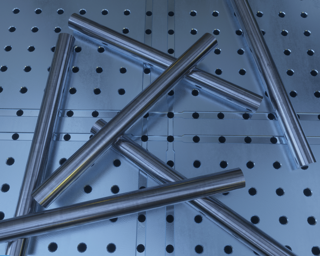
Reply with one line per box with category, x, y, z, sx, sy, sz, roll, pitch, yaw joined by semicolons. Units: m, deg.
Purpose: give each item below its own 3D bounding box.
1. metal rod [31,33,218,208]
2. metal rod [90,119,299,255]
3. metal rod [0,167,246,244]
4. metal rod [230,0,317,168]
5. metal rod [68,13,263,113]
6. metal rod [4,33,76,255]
metal rod;-0.034;-0.019;0.390;0.025;0.025;0.301;42;75;14
metal rod;0.038;0.080;0.382;0.300;0.025;0.025;34;74;11
metal rod;-0.052;0.089;0.351;0.302;0.025;0.025;-12;71;-5
metal rod;0.152;-0.089;0.445;0.025;0.025;0.299;-13;71;-5
metal rod;0.002;-0.097;0.447;0.301;0.025;0.025;26;72;9
metal rod;-0.152;0.007;0.408;0.025;0.025;0.299;5;70;2
